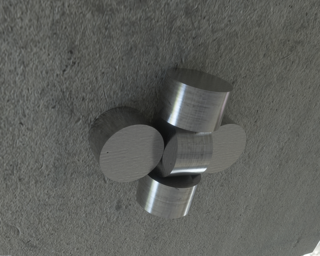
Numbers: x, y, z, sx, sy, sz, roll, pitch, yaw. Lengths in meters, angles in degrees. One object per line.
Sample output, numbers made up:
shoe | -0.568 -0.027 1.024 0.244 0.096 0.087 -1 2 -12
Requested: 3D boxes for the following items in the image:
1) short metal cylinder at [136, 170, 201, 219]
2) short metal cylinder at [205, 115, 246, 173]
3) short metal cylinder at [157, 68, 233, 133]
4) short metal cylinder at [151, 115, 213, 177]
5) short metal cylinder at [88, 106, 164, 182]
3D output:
short metal cylinder | 0.011 0.078 0.428 0.081 0.080 0.050 0 118 -28
short metal cylinder | 0.075 0.017 0.443 0.081 0.050 0.079 -14 125 -21
short metal cylinder | 0.041 -0.036 0.373 0.081 0.080 0.050 0 119 -28
short metal cylinder | 0.023 0.022 0.399 0.050 0.080 0.079 0 118 -29
short metal cylinder | -0.042 0.019 0.381 0.081 0.050 0.079 -14 124 -22
